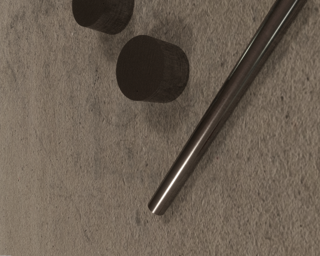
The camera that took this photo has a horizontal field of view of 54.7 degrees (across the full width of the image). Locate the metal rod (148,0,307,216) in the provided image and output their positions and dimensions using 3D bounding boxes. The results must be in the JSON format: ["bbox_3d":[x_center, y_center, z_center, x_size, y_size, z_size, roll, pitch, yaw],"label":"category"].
[{"bbox_3d":[0.064,-0.014,0.350,0.025,0.025,0.298,44,116,31],"label":"metal rod"}]

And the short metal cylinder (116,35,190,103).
[{"bbox_3d":[-0.010,-0.073,0.395,0.080,0.050,0.079,0,90,39],"label":"short metal cylinder"}]

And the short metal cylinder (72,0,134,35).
[{"bbox_3d":[-0.084,-0.183,0.456,0.080,0.050,0.079,0,90,39],"label":"short metal cylinder"}]
